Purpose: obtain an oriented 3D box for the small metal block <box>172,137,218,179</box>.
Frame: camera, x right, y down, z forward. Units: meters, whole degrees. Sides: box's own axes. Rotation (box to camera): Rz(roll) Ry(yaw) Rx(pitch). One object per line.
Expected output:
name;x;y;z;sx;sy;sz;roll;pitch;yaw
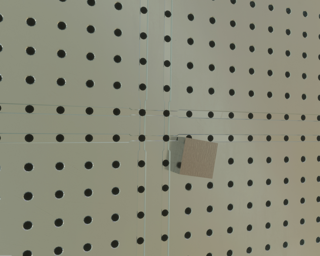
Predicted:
small metal block;0.049;0.041;0.432;0.050;0.025;0.050;11;86;-20
